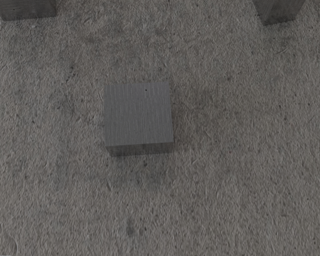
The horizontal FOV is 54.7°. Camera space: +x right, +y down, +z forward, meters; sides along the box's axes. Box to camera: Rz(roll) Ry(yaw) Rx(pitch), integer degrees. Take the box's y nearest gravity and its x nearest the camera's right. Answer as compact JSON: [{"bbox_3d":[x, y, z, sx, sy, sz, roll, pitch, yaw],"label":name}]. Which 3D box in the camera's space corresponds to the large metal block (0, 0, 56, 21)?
[{"bbox_3d":[-0.205,-0.206,0.453,0.081,0.080,0.050,-6,70,-2],"label":"large metal block"}]

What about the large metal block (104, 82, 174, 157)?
[{"bbox_3d":[-0.027,-0.010,0.398,0.081,0.050,0.080,-4,70,-2],"label":"large metal block"}]

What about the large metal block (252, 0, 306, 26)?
[{"bbox_3d":[0.175,-0.213,0.458,0.050,0.080,0.080,-12,71,-4],"label":"large metal block"}]
